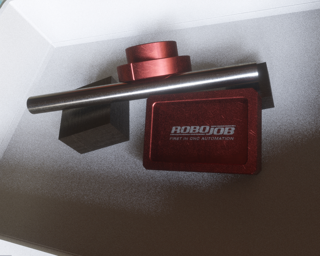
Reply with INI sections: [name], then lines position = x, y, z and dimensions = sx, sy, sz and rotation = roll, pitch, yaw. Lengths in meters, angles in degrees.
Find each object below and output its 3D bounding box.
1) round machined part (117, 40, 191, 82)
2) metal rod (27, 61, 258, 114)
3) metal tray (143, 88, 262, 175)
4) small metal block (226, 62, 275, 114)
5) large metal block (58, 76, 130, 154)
[round machined part]
position = -0.009, -0.089, 0.412
dimensions = 0.098, 0.098, 0.042
rotation = -4, 100, 26
[metal rod]
position = -0.034, -0.048, 0.392
dimensions = 0.301, 0.025, 0.025
rotation = -6, 59, 16
[metal tray]
position = 0.046, 0.005, 0.354
dimensions = 0.130, 0.030, 0.090
rotation = -1, 80, 26
[small metal block]
position = 0.108, -0.047, 0.375
dimensions = 0.050, 0.025, 0.050
rotation = -11, 57, 22
[large metal block]
position = -0.092, -0.017, 0.443
dimensions = 0.080, 0.050, 0.080
rotation = -16, 55, 18
